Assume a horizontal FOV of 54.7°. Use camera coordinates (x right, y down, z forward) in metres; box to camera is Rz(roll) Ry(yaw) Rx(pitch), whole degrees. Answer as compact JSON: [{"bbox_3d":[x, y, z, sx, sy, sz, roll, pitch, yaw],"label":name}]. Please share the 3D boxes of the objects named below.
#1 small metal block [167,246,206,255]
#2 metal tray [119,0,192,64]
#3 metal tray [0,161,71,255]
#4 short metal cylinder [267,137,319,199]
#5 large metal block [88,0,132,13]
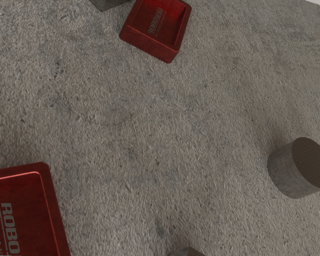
[{"bbox_3d":[0.035,0.149,0.316,0.050,0.050,0.025,33,52,-7],"label":"small metal block"},{"bbox_3d":[-0.003,-0.174,0.504,0.090,0.030,0.130,26,53,-13],"label":"metal tray"},{"bbox_3d":[-0.131,0.100,0.268,0.091,0.030,0.130,-9,66,-32],"label":"metal tray"},{"bbox_3d":[0.210,0.060,0.464,0.081,0.050,0.080,14,56,-21],"label":"short metal cylinder"},{"bbox_3d":[-0.069,-0.236,0.475,0.050,0.080,0.080,46,51,3],"label":"large metal block"}]
